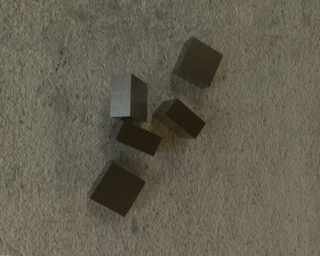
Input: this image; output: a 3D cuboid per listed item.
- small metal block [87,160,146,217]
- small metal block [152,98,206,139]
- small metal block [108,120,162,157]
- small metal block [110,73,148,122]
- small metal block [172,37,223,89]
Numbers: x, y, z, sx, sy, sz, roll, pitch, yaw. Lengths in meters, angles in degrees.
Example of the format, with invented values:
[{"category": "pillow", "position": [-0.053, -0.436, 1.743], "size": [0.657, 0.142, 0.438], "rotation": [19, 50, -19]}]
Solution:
[{"category": "small metal block", "position": [-0.055, 0.075, 0.389], "size": [0.050, 0.025, 0.050], "rotation": [34, 79, -17]}, {"category": "small metal block", "position": [0.024, -0.011, 0.404], "size": [0.050, 0.050, 0.025], "rotation": [39, 78, -16]}, {"category": "small metal block", "position": [-0.032, 0.011, 0.383], "size": [0.050, 0.050, 0.025], "rotation": [25, 84, -18]}, {"category": "small metal block", "position": [-0.037, -0.035, 0.377], "size": [0.025, 0.050, 0.050], "rotation": [-2, 83, 19]}, {"category": "small metal block", "position": [0.052, -0.089, 0.428], "size": [0.050, 0.025, 0.050], "rotation": [26, 81, -18]}]
